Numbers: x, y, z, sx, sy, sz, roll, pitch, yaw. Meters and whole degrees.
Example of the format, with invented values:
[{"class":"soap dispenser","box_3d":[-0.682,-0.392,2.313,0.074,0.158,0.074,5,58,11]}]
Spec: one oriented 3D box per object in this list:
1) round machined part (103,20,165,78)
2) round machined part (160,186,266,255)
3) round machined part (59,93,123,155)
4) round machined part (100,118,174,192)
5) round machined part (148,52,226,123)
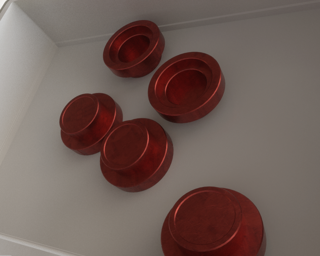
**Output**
[{"class":"round machined part","box_3d":[-0.037,-0.118,0.487,0.098,0.042,0.098,-13,56,21]},{"class":"round machined part","box_3d":[0.047,0.095,0.293,0.098,0.042,0.098,-15,37,12]},{"class":"round machined part","box_3d":[-0.108,-0.012,0.459,0.098,0.042,0.098,-13,56,21]},{"class":"round machined part","box_3d":[-0.036,0.029,0.396,0.098,0.042,0.098,-13,56,21]},{"class":"round machined part","box_3d":[0.037,-0.048,0.405,0.098,0.042,0.098,-13,56,21]}]
